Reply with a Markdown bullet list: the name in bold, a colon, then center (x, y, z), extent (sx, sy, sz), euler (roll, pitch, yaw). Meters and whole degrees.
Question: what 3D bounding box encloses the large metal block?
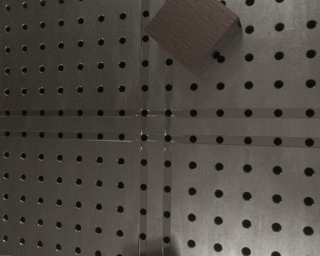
- **large metal block**: center (0.042, -0.122, 0.384), extent (0.080, 0.050, 0.080), euler (45, 104, 14)
